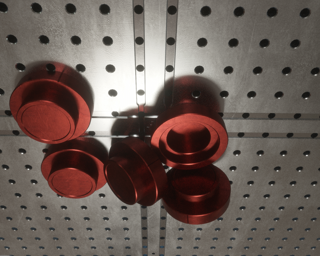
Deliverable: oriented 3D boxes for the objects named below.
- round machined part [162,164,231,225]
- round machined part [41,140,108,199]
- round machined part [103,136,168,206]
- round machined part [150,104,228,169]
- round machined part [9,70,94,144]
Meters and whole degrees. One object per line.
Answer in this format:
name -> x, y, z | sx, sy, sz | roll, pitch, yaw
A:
round machined part -> 0.049, 0.081, 0.434 | 0.099, 0.098, 0.042 | -4, 130, 3
round machined part -> -0.125, 0.067, 0.456 | 0.099, 0.042, 0.097 | -1, 130, 0
round machined part -> -0.039, 0.064, 0.418 | 0.098, 0.042, 0.097 | 28, 133, 36
round machined part -> 0.037, 0.007, 0.407 | 0.099, 0.042, 0.097 | -1, 131, -1
round machined part -> -0.135, -0.018, 0.383 | 0.099, 0.042, 0.097 | -1, 130, 0
